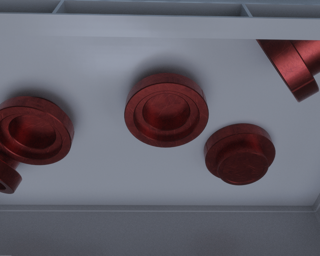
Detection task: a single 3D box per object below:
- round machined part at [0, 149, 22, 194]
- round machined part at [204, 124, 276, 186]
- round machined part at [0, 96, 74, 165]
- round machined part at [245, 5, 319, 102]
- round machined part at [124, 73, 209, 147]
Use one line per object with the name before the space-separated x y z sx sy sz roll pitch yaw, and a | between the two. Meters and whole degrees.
round machined part | -0.232 0.047 0.419 0.098 0.042 0.098 16 148 10
round machined part | 0.113 0.044 0.437 0.099 0.042 0.097 -1 130 0
round machined part | -0.159 -0.001 0.395 0.099 0.042 0.097 -1 130 -1
round machined part | 0.126 -0.077 0.298 0.042 0.098 0.098 -34 123 22
round machined part | 0.008 -0.025 0.377 0.099 0.042 0.097 -1 130 0
